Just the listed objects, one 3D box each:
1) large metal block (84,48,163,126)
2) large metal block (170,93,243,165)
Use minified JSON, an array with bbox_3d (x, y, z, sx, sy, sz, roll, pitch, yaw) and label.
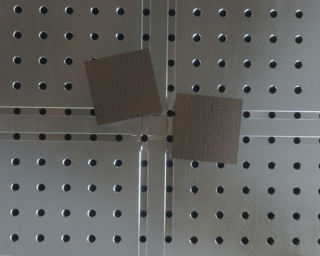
[{"bbox_3d":[-0.044,-0.050,0.401,0.080,0.050,0.080,-12,90,0],"label":"large metal block"},{"bbox_3d":[0.057,0.001,0.401,0.080,0.050,0.080,5,90,0],"label":"large metal block"}]
